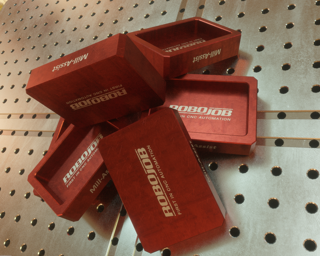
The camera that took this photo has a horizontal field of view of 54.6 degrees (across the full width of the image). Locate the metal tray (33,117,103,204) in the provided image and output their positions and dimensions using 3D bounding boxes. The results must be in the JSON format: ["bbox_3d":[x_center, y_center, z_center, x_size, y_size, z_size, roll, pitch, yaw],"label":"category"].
[{"bbox_3d":[-0.118,0.039,0.445,0.090,0.030,0.130,-4,59,25],"label":"metal tray"}]

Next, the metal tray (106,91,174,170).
[{"bbox_3d":[-0.022,-0.007,0.422,0.090,0.030,0.130,-3,58,24],"label":"metal tray"}]

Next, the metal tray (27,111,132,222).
[{"bbox_3d":[-0.098,0.039,0.394,0.090,0.030,0.130,30,78,38],"label":"metal tray"}]

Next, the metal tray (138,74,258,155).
[{"bbox_3d":[0.046,-0.020,0.370,0.130,0.030,0.090,4,63,11],"label":"metal tray"}]

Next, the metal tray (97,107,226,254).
[{"bbox_3d":[0.001,0.054,0.329,0.090,0.030,0.130,-26,86,12],"label":"metal tray"}]

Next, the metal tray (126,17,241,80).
[{"bbox_3d":[0.032,-0.112,0.415,0.131,0.030,0.090,-24,44,-29],"label":"metal tray"}]

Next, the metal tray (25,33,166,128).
[{"bbox_3d":[-0.070,-0.046,0.349,0.130,0.090,0.030,-14,56,26],"label":"metal tray"}]

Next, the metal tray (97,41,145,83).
[{"bbox_3d":[-0.064,-0.084,0.469,0.090,0.030,0.130,-38,35,2],"label":"metal tray"}]
